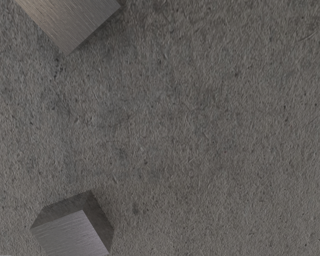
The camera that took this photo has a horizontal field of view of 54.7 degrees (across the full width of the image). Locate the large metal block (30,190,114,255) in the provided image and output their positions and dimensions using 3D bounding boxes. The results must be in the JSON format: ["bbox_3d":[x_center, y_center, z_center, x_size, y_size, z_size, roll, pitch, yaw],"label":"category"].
[{"bbox_3d":[-0.124,0.148,0.450,0.080,0.050,0.080,-22,109,7],"label":"large metal block"}]

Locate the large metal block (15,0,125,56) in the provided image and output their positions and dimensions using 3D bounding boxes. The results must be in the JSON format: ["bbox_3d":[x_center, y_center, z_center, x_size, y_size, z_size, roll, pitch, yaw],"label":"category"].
[{"bbox_3d":[-0.097,-0.140,0.344,0.080,0.050,0.080,-38,106,13],"label":"large metal block"}]
